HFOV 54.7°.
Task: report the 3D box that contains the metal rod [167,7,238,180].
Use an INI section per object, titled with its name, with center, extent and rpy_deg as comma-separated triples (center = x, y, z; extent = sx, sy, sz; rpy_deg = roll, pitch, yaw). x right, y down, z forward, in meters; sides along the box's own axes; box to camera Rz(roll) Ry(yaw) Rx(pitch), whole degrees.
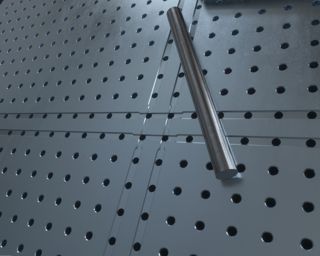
[metal rod]
center = 0.048, -0.069, 0.424
extent = 0.025, 0.025, 0.299
rpy_deg = -22, 54, 14
